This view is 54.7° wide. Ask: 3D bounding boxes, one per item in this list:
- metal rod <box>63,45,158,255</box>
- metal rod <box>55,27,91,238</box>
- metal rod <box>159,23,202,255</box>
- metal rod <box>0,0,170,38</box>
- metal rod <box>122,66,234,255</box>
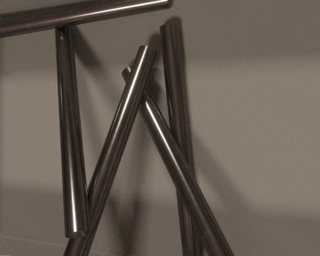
[{"bbox_3d":[-0.059,0.038,0.360,0.025,0.025,0.299,12,74,19],"label":"metal rod"},{"bbox_3d":[-0.113,-0.019,0.385,0.025,0.025,0.299,-25,58,18],"label":"metal rod"},{"bbox_3d":[0.027,0.016,0.400,0.025,0.025,0.298,-6,88,19],"label":"metal rod"},{"bbox_3d":[-0.136,-0.156,0.436,0.301,0.025,0.025,-6,88,12],"label":"metal rod"},{"bbox_3d":[0.021,0.047,0.370,0.025,0.025,0.299,-33,68,17],"label":"metal rod"}]
